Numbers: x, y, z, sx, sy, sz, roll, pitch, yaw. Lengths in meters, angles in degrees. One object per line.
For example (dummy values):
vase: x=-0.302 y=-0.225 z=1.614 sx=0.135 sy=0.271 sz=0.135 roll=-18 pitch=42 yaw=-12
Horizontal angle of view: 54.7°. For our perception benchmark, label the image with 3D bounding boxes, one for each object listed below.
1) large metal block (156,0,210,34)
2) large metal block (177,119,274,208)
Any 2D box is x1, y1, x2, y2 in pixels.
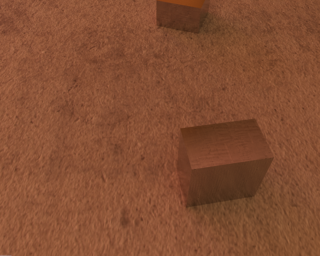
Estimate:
large metal block: x=0.045 y=-0.227 z=0.578 sx=0.080 sy=0.050 sz=0.080 roll=15 pitch=52 yaw=12
large metal block: x=0.064 y=0.039 z=0.335 sx=0.081 sy=0.080 sz=0.050 roll=-8 pitch=51 yaw=-7
